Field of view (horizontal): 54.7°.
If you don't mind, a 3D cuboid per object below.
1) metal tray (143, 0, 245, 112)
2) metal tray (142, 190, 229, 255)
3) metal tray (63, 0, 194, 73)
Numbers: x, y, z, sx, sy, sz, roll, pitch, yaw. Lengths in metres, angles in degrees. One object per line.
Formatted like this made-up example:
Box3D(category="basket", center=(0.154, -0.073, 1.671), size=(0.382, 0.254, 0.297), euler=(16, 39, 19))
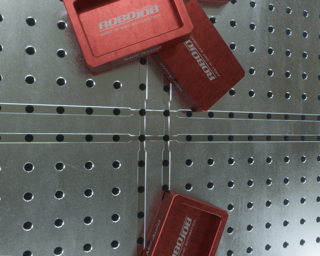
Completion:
Box3D(category="metal tray", center=(0.048, -0.097, 0.429), size=(0.090, 0.030, 0.130), euler=(-42, 104, -15))
Box3D(category="metal tray", center=(0.031, 0.161, 0.422), size=(0.091, 0.030, 0.130), euler=(24, 82, -19))
Box3D(category="metal tray", center=(-0.037, -0.131, 0.371), size=(0.131, 0.030, 0.090), euler=(-21, 88, -4))
